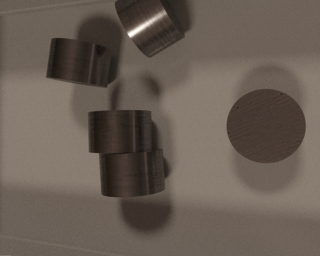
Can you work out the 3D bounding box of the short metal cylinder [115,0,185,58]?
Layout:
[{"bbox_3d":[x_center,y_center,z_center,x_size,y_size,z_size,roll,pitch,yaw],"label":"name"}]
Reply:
[{"bbox_3d":[-0.011,-0.135,0.384,0.050,0.080,0.080,-28,81,18],"label":"short metal cylinder"}]

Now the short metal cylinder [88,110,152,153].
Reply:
[{"bbox_3d":[-0.051,0.004,0.398,0.080,0.080,0.050,-2,89,19],"label":"short metal cylinder"}]

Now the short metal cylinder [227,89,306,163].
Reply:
[{"bbox_3d":[0.120,-0.002,0.355,0.080,0.050,0.079,0,90,19],"label":"short metal cylinder"}]

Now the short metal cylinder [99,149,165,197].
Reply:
[{"bbox_3d":[-0.035,0.054,0.393,0.080,0.080,0.050,-4,89,19],"label":"short metal cylinder"}]

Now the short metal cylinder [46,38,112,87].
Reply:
[{"bbox_3d":[-0.108,-0.086,0.418,0.080,0.080,0.050,10,94,19],"label":"short metal cylinder"}]
